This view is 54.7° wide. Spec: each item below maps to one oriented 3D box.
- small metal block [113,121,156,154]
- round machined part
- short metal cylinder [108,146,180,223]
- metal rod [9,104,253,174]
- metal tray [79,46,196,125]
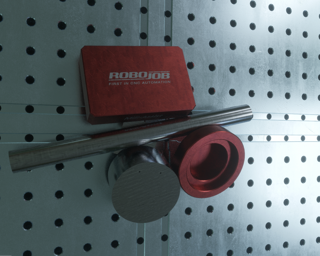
[{"bbox_3d":[-0.033,0.015,0.410,0.050,0.025,0.050,19,84,-20],"label":"small metal block"},{"bbox_3d":[0.061,0.041,0.415,0.099,0.042,0.097,-10,116,-20],"label":"round machined part"},{"bbox_3d":[-0.021,0.068,0.380,0.081,0.050,0.079,-5,110,-13],"label":"short metal cylinder"},{"bbox_3d":[-0.018,0.008,0.379,0.303,0.025,0.025,-12,94,-20],"label":"metal rod"},{"bbox_3d":[-0.028,-0.056,0.385,0.131,0.030,0.090,-5,73,-21],"label":"metal tray"}]
